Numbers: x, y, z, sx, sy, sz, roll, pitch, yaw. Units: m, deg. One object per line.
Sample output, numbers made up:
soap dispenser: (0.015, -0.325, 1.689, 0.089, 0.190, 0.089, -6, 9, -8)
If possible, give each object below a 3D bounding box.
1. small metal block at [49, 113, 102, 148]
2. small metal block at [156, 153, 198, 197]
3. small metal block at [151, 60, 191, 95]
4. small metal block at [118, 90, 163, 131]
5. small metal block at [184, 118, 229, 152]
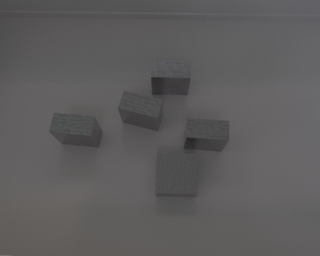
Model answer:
small metal block: (-0.105, 0.004, 0.394, 0.050, 0.050, 0.025, 6, 70, 2)
small metal block: (0.021, 0.059, 0.388, 0.050, 0.025, 0.050, 1, 70, 0)
small metal block: (0.014, -0.067, 0.421, 0.050, 0.050, 0.025, 1, 70, 0)
small metal block: (-0.024, -0.021, 0.404, 0.050, 0.050, 0.025, 14, 71, 5)
small metal block: (0.058, 0.010, 0.393, 0.050, 0.050, 0.025, 5, 70, 1)
